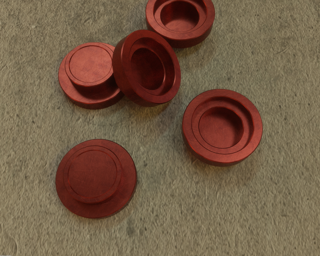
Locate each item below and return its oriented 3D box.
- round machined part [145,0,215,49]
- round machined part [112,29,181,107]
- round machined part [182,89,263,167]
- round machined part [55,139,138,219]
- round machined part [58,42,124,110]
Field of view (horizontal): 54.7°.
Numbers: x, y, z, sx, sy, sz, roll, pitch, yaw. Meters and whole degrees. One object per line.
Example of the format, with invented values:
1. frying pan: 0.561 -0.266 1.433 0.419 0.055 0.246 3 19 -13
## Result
1. round machined part: 0.029 -0.158 0.457 0.099 0.042 0.098 0 70 0
2. round machined part: -0.022 -0.075 0.409 0.099 0.042 0.098 11 74 -40
3. round machined part: 0.077 0.002 0.399 0.099 0.042 0.098 0 70 0
4. round machined part: -0.078 0.059 0.377 0.099 0.042 0.098 0 70 0
5. round machined part: -0.091 -0.078 0.427 0.099 0.042 0.098 0 70 0
